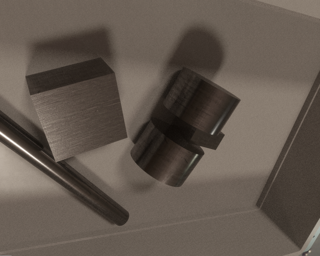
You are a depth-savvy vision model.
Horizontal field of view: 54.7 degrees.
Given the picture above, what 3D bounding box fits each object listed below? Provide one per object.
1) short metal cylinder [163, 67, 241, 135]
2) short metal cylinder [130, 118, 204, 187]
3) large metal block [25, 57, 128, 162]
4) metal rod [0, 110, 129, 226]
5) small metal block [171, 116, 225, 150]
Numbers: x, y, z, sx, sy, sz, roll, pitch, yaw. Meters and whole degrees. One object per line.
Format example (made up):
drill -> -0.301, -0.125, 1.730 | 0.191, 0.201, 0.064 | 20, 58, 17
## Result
short metal cylinder -> 0.051, -0.034, 0.382 | 0.080, 0.080, 0.050 | 19, 108, -36
short metal cylinder -> 0.009, 0.031, 0.399 | 0.080, 0.080, 0.050 | 24, 105, -37
large metal block -> -0.087, -0.021, 0.333 | 0.081, 0.050, 0.079 | -19, 126, -18
metal rod -> -0.128, 0.044, 0.366 | 0.025, 0.025, 0.300 | -40, 130, -2
small metal block -> 0.051, 0.002, 0.424 | 0.050, 0.050, 0.025 | 16, 110, -35
